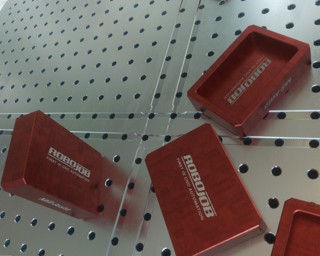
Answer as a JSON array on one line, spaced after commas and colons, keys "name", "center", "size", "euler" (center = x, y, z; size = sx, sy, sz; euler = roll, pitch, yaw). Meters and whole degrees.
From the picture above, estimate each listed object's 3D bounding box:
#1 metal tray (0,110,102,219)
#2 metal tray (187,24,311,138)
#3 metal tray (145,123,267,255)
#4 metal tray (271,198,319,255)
[{"name": "metal tray", "center": [-0.120, 0.049, 0.375], "size": [0.030, 0.130, 0.090], "euler": [-17, 55, 19]}, {"name": "metal tray", "center": [0.109, -0.062, 0.386], "size": [0.130, 0.030, 0.090], "euler": [-47, 51, -5]}, {"name": "metal tray", "center": [0.044, 0.068, 0.341], "size": [0.090, 0.030, 0.130], "euler": [-29, 52, 9]}, {"name": "metal tray", "center": [0.135, 0.133, 0.252], "size": [0.090, 0.030, 0.130], "euler": [11, 67, 32]}]
